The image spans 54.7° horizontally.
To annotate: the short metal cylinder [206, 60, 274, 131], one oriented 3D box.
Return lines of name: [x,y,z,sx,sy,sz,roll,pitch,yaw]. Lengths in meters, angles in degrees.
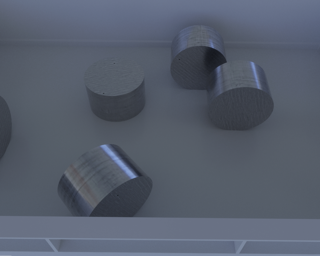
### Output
short metal cylinder: [0.102,-0.041,0.405,0.081,0.080,0.050,2,50,1]

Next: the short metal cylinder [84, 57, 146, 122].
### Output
short metal cylinder: [-0.061,-0.055,0.434,0.081,0.050,0.080,0,50,0]

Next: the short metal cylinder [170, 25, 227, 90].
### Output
short metal cylinder: [0.056,-0.103,0.456,0.081,0.080,0.050,2,50,1]

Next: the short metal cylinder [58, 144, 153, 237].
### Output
short metal cylinder: [-0.055,0.063,0.316,0.080,0.080,0.050,-33,58,-25]

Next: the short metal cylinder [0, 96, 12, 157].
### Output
short metal cylinder: [-0.221,-0.001,0.368,0.050,0.080,0.080,2,50,1]
